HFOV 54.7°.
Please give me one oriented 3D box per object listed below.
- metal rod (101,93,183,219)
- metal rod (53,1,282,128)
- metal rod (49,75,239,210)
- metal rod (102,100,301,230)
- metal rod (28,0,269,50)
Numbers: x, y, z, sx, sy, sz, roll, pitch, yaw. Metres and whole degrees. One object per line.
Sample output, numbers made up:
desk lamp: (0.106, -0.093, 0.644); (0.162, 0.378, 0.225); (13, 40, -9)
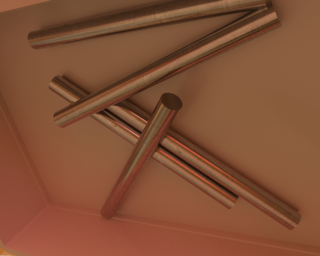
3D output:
metal rod: (-0.040, 0.060, 0.438); (0.025, 0.025, 0.298); (35, 137, 4)
metal rod: (-0.015, -0.059, 0.358); (0.300, 0.025, 0.025); (-21, 108, 29)
metal rod: (-0.026, 0.017, 0.430); (0.301, 0.025, 0.025); (33, 129, 5)
metal rod: (0.045, 0.036, 0.405); (0.301, 0.025, 0.025); (33, 129, 5)
metal rod: (-0.036, -0.121, 0.351); (0.300, 0.025, 0.025); (-1, 118, 28)
